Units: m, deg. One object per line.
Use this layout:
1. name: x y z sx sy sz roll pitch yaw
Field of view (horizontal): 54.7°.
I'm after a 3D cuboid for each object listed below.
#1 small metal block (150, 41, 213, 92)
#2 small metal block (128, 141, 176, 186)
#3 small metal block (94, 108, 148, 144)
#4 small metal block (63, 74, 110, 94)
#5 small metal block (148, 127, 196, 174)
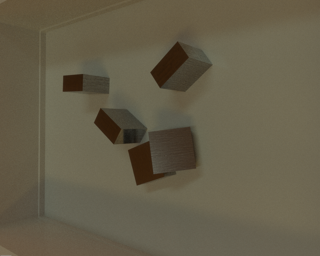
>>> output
1. small metal block: 0.026 -0.071 0.368 0.050 0.050 0.025 -44 64 31
2. small metal block: -0.011 0.045 0.414 0.050 0.025 0.050 -25 75 37
3. small metal block: -0.055 -0.003 0.434 0.050 0.050 0.025 42 116 31
4. small metal block: -0.115 -0.067 0.482 0.050 0.050 0.025 4 93 39
5. small metal block: 0.014 0.027 0.376 0.050 0.025 0.050 -7 84 -1
